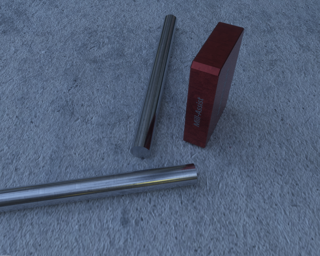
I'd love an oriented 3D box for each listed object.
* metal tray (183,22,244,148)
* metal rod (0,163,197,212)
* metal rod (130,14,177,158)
[{"bbox_3d":[0.063,-0.048,0.376,0.030,0.129,0.090,21,53,16],"label":"metal tray"},{"bbox_3d":[-0.109,0.071,0.342,0.302,0.025,0.025,-7,51,-6],"label":"metal rod"},{"bbox_3d":[-0.002,-0.084,0.473,0.025,0.025,0.300,7,50,5],"label":"metal rod"}]
